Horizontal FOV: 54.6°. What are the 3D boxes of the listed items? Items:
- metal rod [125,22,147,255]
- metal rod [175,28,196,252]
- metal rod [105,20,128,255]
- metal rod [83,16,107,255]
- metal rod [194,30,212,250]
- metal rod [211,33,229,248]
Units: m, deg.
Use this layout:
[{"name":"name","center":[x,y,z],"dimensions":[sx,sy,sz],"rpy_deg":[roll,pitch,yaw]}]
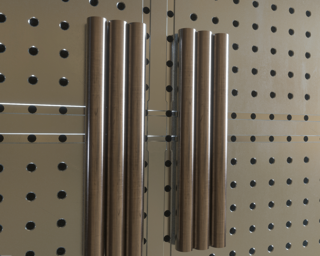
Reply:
[{"name":"metal rod","center":[-0.032,0.017,0.400],"dimensions":[0.025,0.025,0.298],"rpy_deg":[1,90,-20]},{"name":"metal rod","center":[0.035,0.016,0.425],"dimensions":[0.025,0.025,0.298],"rpy_deg":[1,90,-20]},{"name":"metal rod","center":[-0.055,0.017,0.391],"dimensions":[0.025,0.025,0.298],"rpy_deg":[1,90,-20]},{"name":"metal rod","center":[-0.080,0.016,0.382],"dimensions":[0.025,0.025,0.298],"rpy_deg":[1,90,-20]},{"name":"metal rod","center":[0.059,0.017,0.433],"dimensions":[0.025,0.025,0.298],"rpy_deg":[1,90,-20]},{"name":"metal rod","center":[0.084,0.017,0.443],"dimensions":[0.025,0.025,0.298],"rpy_deg":[1,90,-20]}]
